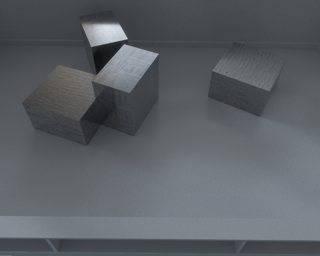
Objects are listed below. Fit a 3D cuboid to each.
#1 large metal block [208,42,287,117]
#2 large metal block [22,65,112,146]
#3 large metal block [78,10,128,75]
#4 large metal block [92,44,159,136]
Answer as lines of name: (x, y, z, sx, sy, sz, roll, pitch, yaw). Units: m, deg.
large metal block: (0.126, -0.073, 0.452, 0.080, 0.050, 0.080, 24, 54, 18)
large metal block: (-0.117, -0.032, 0.414, 0.080, 0.050, 0.080, 17, 52, 13)
large metal block: (-0.082, -0.116, 0.466, 0.050, 0.080, 0.080, -17, 52, -14)
large metal block: (-0.041, -0.050, 0.411, 0.050, 0.080, 0.080, 19, 53, 15)
